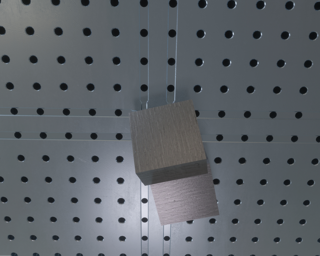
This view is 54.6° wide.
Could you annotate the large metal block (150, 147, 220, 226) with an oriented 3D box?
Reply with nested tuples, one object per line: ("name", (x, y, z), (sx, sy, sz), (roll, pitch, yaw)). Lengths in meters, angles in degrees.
("large metal block", (0.032, 0.080, 0.430), (0.080, 0.050, 0.080), (-12, 110, 4))

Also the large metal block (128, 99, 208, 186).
("large metal block", (0.010, 0.019, 0.384), (0.080, 0.080, 0.050), (-12, 151, 4))
